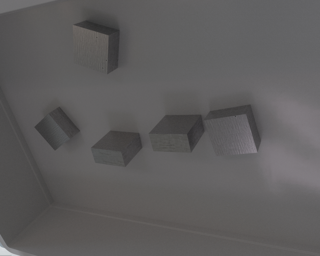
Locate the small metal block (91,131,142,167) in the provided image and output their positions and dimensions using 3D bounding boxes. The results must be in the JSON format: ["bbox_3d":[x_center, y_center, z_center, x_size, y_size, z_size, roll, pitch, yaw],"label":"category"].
[{"bbox_3d":[-0.061,0.028,0.442,0.050,0.050,0.025,4,120,26],"label":"small metal block"}]

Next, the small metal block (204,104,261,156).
[{"bbox_3d":[0.086,0.004,0.366,0.050,0.025,0.050,-9,114,32],"label":"small metal block"}]

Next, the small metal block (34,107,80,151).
[{"bbox_3d":[-0.165,0.002,0.497,0.050,0.025,0.050,-32,101,38],"label":"small metal block"}]

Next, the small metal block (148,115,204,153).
[{"bbox_3d":[0.022,0.006,0.385,0.050,0.050,0.025,0,119,28],"label":"small metal block"}]

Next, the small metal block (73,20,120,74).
[{"bbox_3d":[-0.080,-0.101,0.388,0.050,0.025,0.050,20,126,16],"label":"small metal block"}]
